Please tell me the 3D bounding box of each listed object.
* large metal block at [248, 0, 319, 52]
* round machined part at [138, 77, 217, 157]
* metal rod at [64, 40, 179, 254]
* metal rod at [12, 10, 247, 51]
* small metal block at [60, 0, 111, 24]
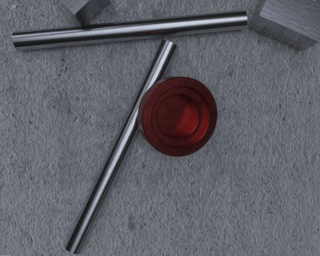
[{"bbox_3d":[0.173,-0.157,0.400,0.080,0.050,0.080,24,90,-1],"label":"large metal block"},{"bbox_3d":[0.019,-0.016,0.391,0.099,0.042,0.097,-4,101,-19],"label":"round machined part"},{"bbox_3d":[-0.050,0.024,0.409,0.025,0.025,0.299,25,90,-1],"label":"metal rod"},{"bbox_3d":[-0.038,-0.129,0.409,0.302,0.025,0.025,-6,90,-1],"label":"metal rod"},{"bbox_3d":[-0.094,-0.162,0.396,0.050,0.050,0.025,-44,91,0],"label":"small metal block"}]
